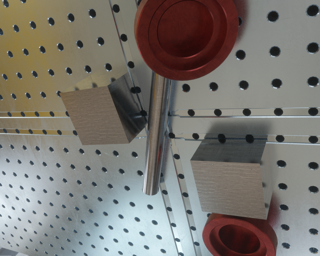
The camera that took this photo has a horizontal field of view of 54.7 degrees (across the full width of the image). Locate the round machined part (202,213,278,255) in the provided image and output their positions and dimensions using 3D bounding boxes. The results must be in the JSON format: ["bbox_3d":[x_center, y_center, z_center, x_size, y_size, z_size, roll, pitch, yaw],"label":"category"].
[{"bbox_3d":[0.113,0.148,0.433,0.098,0.042,0.097,13,124,21],"label":"round machined part"}]

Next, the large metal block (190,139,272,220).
[{"bbox_3d":[0.091,0.061,0.385,0.080,0.050,0.080,0,118,28],"label":"large metal block"}]

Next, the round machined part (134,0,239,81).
[{"bbox_3d":[0.023,-0.100,0.307,0.099,0.042,0.097,-6,125,-9],"label":"round machined part"}]

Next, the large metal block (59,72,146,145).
[{"bbox_3d":[-0.075,-0.025,0.419,0.080,0.050,0.080,-4,117,30],"label":"large metal block"}]

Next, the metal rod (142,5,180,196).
[{"bbox_3d":[-0.001,-0.028,0.394,0.025,0.025,0.298,18,126,17],"label":"metal rod"}]
